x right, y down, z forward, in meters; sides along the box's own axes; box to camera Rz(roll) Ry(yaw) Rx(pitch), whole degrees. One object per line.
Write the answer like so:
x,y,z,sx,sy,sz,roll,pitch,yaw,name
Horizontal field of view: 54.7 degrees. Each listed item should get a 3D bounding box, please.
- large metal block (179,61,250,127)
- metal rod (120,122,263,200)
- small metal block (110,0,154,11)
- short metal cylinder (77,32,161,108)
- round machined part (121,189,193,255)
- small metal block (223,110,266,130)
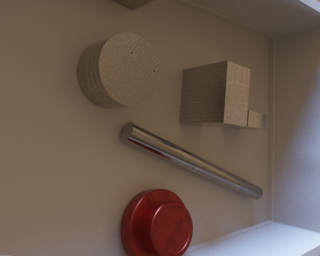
0.076,-0.044,0.437,0.050,0.080,0.080,8,85,-40,large metal block
0.066,0.060,0.464,0.301,0.025,0.025,28,73,-37,metal rod
-0.036,-0.165,0.361,0.050,0.050,0.025,9,84,-40,small metal block
-0.046,-0.063,0.353,0.081,0.050,0.079,0,90,-40,short metal cylinder
0.003,0.127,0.390,0.099,0.042,0.098,10,74,-39,round machined part
0.138,-0.012,0.509,0.050,0.050,0.025,8,85,-40,small metal block
